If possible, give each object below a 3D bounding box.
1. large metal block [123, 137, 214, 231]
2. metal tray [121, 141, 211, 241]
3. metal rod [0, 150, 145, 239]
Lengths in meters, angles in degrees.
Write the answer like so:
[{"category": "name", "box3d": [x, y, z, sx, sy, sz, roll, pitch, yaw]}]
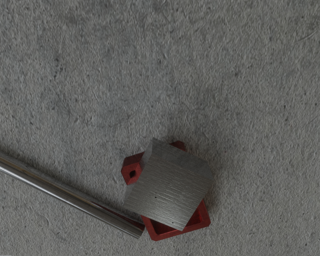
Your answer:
[{"category": "large metal block", "box3d": [0.009, 0.070, 0.390, 0.080, 0.050, 0.080, 25, 108, -9]}, {"category": "metal tray", "box3d": [0.010, 0.092, 0.440, 0.090, 0.030, 0.129, -18, 109, 6]}, {"category": "metal rod", "box3d": [-0.157, 0.081, 0.438, 0.301, 0.025, 0.025, 30, 107, -11]}]
